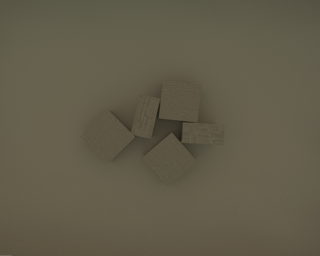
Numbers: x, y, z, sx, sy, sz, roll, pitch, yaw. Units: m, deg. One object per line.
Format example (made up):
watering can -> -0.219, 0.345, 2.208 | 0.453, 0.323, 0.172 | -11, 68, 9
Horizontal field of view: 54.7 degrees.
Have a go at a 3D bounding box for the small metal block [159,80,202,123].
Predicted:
small metal block -> 0.026, -0.034, 0.410 | 0.050, 0.025, 0.050 | 6, 90, -1

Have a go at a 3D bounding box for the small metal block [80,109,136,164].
small metal block -> -0.067, 0.011, 0.409 | 0.050, 0.025, 0.050 | -45, 91, 0

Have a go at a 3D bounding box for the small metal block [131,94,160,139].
small metal block -> -0.018, -0.014, 0.396 | 0.025, 0.050, 0.050 | 13, 90, 0

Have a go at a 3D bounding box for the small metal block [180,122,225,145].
small metal block -> 0.052, 0.007, 0.397 | 0.050, 0.050, 0.025 | 3, 90, -1

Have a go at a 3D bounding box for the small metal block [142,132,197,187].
small metal block -> 0.013, 0.041, 0.409 | 0.050, 0.025, 0.050 | -41, 91, 0
